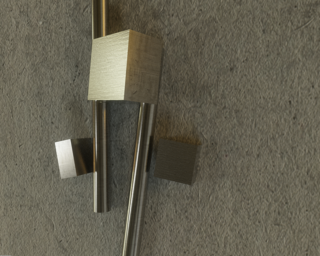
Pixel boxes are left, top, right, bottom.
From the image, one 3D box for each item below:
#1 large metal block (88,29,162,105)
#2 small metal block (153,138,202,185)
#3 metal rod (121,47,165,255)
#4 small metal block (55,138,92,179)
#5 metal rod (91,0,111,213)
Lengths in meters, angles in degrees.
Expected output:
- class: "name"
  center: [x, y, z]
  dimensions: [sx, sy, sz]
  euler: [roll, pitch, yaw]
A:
- class: "large metal block"
  center: [-0.046, -0.072, 0.393]
  dimensions: [0.080, 0.050, 0.079]
  euler: [5, 91, 47]
- class: "small metal block"
  center: [0.023, 0.042, 0.400]
  dimensions: [0.050, 0.025, 0.050]
  euler: [10, 93, 19]
- class: "metal rod"
  center: [-0.024, 0.042, 0.416]
  dimensions: [0.025, 0.025, 0.298]
  euler: [8, 93, 19]
- class: "small metal block"
  center: [-0.117, 0.041, 0.436]
  dimensions: [0.025, 0.050, 0.050]
  euler: [-12, 86, 19]
- class: "metal rod"
  center: [-0.083, -0.033, 0.436]
  dimensions: [0.025, 0.025, 0.298]
  euler: [-1, 90, 19]
